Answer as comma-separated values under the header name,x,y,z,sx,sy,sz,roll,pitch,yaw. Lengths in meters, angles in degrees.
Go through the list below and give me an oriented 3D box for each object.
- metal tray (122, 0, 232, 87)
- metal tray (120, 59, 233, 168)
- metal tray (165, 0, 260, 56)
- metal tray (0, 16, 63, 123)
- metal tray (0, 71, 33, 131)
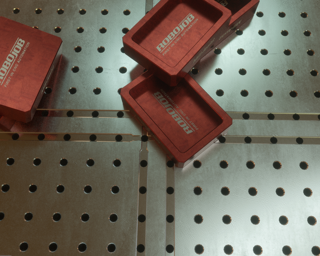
name,x,y,z,sx,sy,sz,roll,pitch,yaw
metal tray,0.024,-0.131,0.424,0.090,0.030,0.130,38,74,12
metal tray,0.020,-0.024,0.417,0.090,0.030,0.130,-37,74,-13
metal tray,0.074,-0.178,0.474,0.130,0.030,0.090,-41,75,-14
metal tray,-0.195,-0.080,0.412,0.090,0.030,0.130,18,60,-12
metal tray,-0.245,-0.063,0.430,0.130,0.030,0.090,25,72,9
